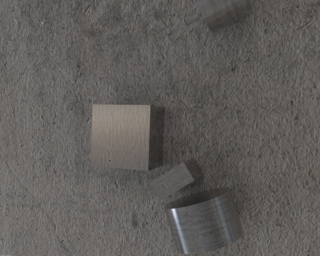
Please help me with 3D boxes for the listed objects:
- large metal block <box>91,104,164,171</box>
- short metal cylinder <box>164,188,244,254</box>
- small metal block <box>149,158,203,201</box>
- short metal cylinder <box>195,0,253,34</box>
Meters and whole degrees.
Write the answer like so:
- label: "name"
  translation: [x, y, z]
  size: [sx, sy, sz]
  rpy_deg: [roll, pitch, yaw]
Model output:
- label: "large metal block"
  translation: [-0.042, 0.011, 0.410]
  size: [0.080, 0.050, 0.080]
  rpy_deg: [2, 91, 20]
- label: "short metal cylinder"
  translation: [0.050, 0.106, 0.362]
  size: [0.080, 0.080, 0.050]
  rpy_deg: [-18, 84, 19]
- label: "small metal block"
  translation: [0.022, 0.063, 0.388]
  size: [0.050, 0.050, 0.025]
  rpy_deg: [-34, 79, 17]
- label: "short metal cylinder"
  translation: [0.067, -0.157, 0.356]
  size: [0.050, 0.080, 0.080]
  rpy_deg: [-24, 82, 18]
